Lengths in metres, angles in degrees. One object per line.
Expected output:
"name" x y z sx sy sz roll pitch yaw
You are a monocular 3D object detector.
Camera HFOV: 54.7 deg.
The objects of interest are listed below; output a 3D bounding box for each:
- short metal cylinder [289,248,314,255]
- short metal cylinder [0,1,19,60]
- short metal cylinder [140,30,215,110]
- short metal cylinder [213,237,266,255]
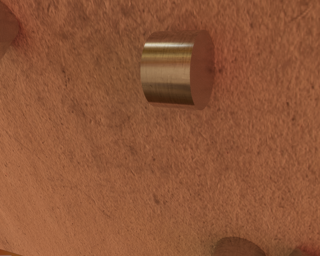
"short metal cylinder" 0.190 0.205 0.398 0.050 0.080 0.079 23 127 14
"short metal cylinder" -0.239 -0.133 0.413 0.050 0.080 0.080 -33 100 38
"short metal cylinder" 0.021 -0.060 0.322 0.050 0.080 0.079 6 121 25
"short metal cylinder" 0.115 0.210 0.459 0.080 0.050 0.079 13 124 20
